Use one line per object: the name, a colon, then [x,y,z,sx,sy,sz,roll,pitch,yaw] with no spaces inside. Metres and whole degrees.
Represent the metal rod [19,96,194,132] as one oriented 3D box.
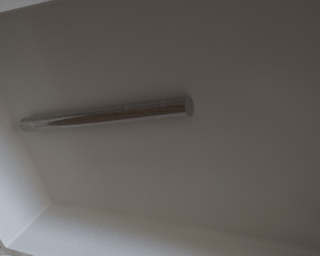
metal rod: [-0.095,-0.016,0.446,0.300,0.025,0.025,-4,116,30]
